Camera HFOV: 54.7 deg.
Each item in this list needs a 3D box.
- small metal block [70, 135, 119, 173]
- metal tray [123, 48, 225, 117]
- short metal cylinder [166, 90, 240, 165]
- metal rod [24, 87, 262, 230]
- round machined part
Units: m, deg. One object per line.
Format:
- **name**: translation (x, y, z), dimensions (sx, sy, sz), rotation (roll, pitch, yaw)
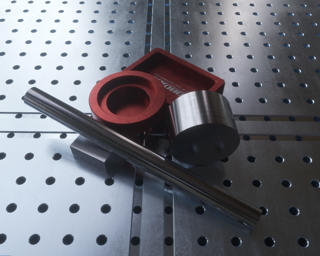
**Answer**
- **small metal block**: translation (-0.075, 0.022, 0.389), dimensions (0.050, 0.025, 0.050), rotation (22, 53, 17)
- **metal tray**: translation (0.017, -0.063, 0.457), dimensions (0.130, 0.030, 0.090), rotation (32, 56, 24)
- **short metal cylinder**: translation (0.049, 0.001, 0.370), dimensions (0.081, 0.080, 0.050), rotation (-3, 50, -3)
- **metal rod**: translation (-0.028, 0.029, 0.356), dimensions (0.301, 0.025, 0.025), rotation (28, 55, 10)
- **round machined part**: translation (-0.041, -0.028, 0.409), dimensions (0.099, 0.042, 0.098), rotation (-1, 50, 1)
